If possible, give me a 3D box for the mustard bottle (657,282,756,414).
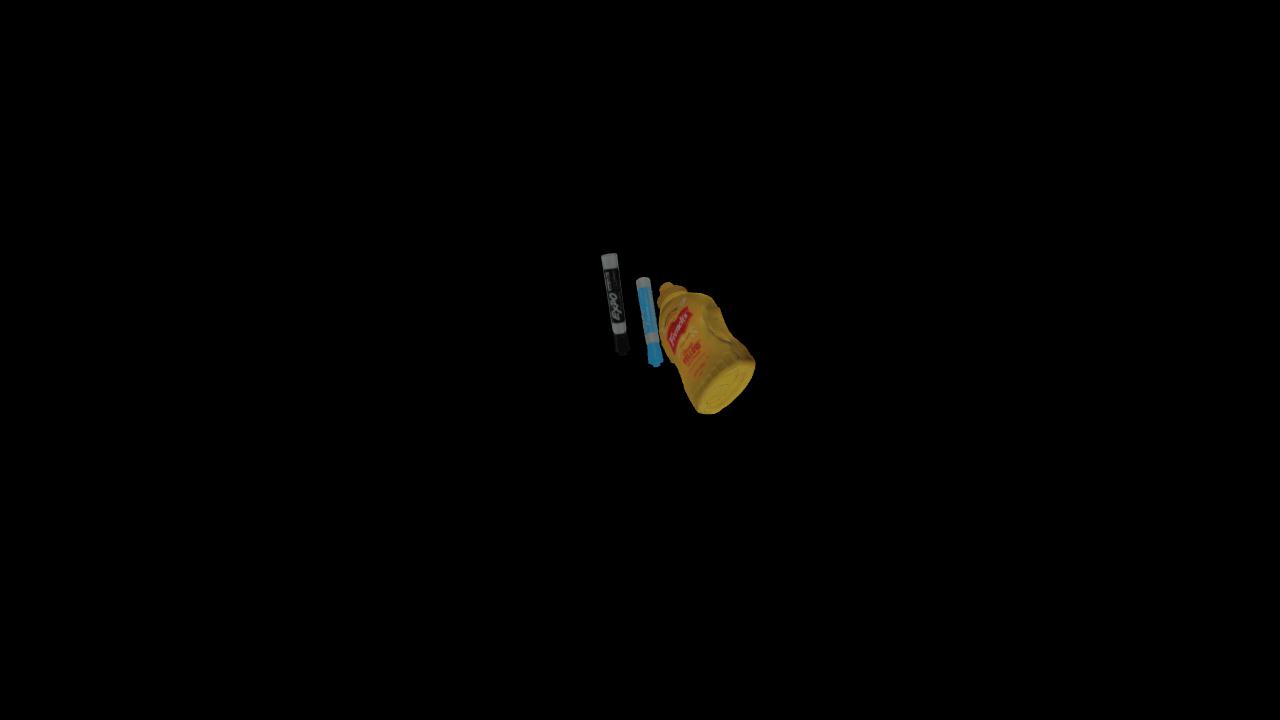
[{"bbox_3d":[0.065,-0.030,0.736,0.054,0.092,0.184,3,43,-32],"label":"mustard bottle"}]

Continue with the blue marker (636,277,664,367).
[{"bbox_3d":[0.012,-0.047,0.767,0.020,0.121,0.020,-7,-23,-3],"label":"blue marker"}]

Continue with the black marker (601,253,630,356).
[{"bbox_3d":[-0.028,-0.063,0.718,0.020,0.121,0.020,-7,17,2],"label":"black marker"}]
